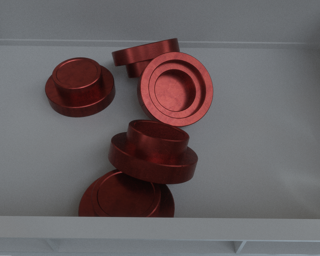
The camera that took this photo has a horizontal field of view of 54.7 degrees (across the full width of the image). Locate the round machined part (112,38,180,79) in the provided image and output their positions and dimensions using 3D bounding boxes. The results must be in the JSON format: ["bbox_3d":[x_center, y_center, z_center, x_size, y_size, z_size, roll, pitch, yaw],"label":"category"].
[{"bbox_3d":[-0.018,-0.102,0.459,0.099,0.042,0.098,-12,14,3],"label":"round machined part"}]

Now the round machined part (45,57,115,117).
[{"bbox_3d":[-0.116,-0.065,0.447,0.099,0.042,0.098,0,50,0],"label":"round machined part"}]

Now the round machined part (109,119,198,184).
[{"bbox_3d":[-0.005,0.021,0.345,0.099,0.042,0.098,13,15,-3],"label":"round machined part"}]

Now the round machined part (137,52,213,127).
[{"bbox_3d":[0.017,-0.048,0.414,0.099,0.042,0.097,1,85,-15],"label":"round machined part"}]

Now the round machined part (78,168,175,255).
[{"bbox_3d":[-0.034,0.079,0.319,0.099,0.042,0.098,2,43,-1],"label":"round machined part"}]
